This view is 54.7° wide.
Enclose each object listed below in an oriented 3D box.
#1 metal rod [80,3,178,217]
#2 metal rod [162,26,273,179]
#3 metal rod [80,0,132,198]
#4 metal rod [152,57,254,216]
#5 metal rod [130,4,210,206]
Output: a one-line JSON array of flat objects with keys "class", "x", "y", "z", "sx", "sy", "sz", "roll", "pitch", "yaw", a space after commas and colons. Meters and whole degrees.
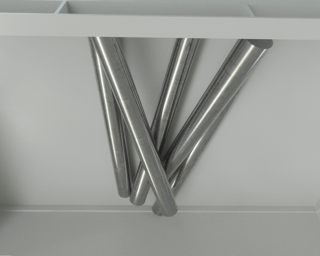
[{"class": "metal rod", "x": -0.023, "y": 0.006, "z": 0.369, "sx": 0.025, "sy": 0.025, "sz": 0.299, "roll": -11, "pitch": 127, "yaw": 9}, {"class": "metal rod", "x": 0.036, "y": 0.007, "z": 0.361, "sx": 0.025, "sy": 0.025, "sz": 0.298, "roll": 12, "pitch": 146, "yaw": -11}, {"class": "metal rod", "x": -0.060, "y": -0.012, "z": 0.397, "sx": 0.025, "sy": 0.025, "sz": 0.298, "roll": -2, "pitch": 130, "yaw": 1}, {"class": "metal rod", "x": 0.048, "y": 0.031, "z": 0.435, "sx": 0.025, "sy": 0.025, "sz": 0.298, "roll": 15, "pitch": 129, "yaw": -13}, {"class": "metal rod", "x": 0.001, "y": -0.004, "z": 0.395, "sx": 0.025, "sy": 0.025, "sz": 0.298, "roll": 11, "pitch": 126, "yaw": -9}]
